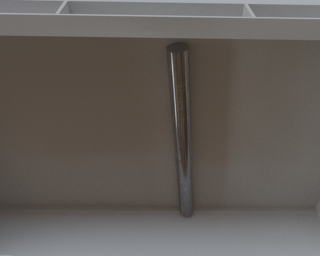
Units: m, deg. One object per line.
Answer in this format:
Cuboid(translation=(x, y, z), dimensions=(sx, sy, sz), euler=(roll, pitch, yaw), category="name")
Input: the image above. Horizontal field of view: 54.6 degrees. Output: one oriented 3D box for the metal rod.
Cuboid(translation=(0.032, 0.026, 0.431), dimensions=(0.025, 0.025, 0.298), euler=(-4, 130, 3), category="metal rod")
